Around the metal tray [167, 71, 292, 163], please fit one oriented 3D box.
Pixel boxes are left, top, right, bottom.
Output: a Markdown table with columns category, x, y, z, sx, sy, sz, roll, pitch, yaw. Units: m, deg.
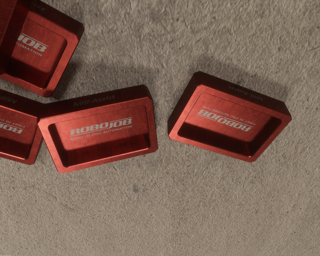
| category | x | y | z | sx | sy | sz | roll | pitch | yaw |
| --- | --- | --- | --- | --- | --- | --- | --- | --- | --- |
| metal tray | 0.086 | -0.010 | 0.396 | 0.131 | 0.030 | 0.089 | 17 | 128 | -15 |

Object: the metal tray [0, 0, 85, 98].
| category | x | y | z | sx | sy | sz | roll | pitch | yaw |
| --- | --- | --- | --- | --- | --- | --- | --- | --- | --- |
| metal tray | -0.157 | -0.096 | 0.319 | 0.131 | 0.030 | 0.090 | 25 | 126 | -21 |

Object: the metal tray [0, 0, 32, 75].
| category | x | y | z | sx | sy | sz | roll | pitch | yaw |
| --- | --- | --- | --- | --- | --- | --- | --- | --- | --- |
| metal tray | -0.192 | -0.112 | 0.273 | 0.131 | 0.030 | 0.089 | 29 | 110 | -8 |

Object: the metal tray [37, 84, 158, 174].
| category | x | y | z | sx | sy | sz | roll | pitch | yaw |
| --- | --- | --- | --- | --- | --- | --- | --- | --- | --- |
| metal tray | -0.072 | 0.002 | 0.384 | 0.131 | 0.030 | 0.089 | -13 | 131 | -9 |

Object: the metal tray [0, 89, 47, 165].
| category | x | y | z | sx | sy | sz | roll | pitch | yaw |
| --- | --- | --- | --- | --- | --- | --- | --- | --- | --- |
| metal tray | -0.214 | -0.008 | 0.393 | 0.131 | 0.030 | 0.089 | 20 | 127 | -17 |
